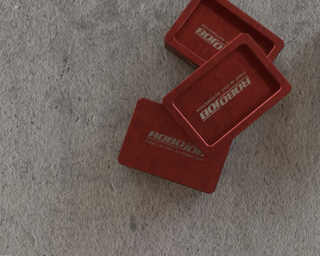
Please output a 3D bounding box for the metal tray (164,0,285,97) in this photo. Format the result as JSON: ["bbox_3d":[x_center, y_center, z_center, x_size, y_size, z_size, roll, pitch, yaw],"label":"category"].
[{"bbox_3d":[0.082,-0.110,0.407,0.130,0.030,0.090,36,90,0],"label":"metal tray"}]

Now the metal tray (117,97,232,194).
[{"bbox_3d":[0.021,0.023,0.408,0.131,0.030,0.090,19,90,0],"label":"metal tray"}]

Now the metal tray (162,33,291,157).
[{"bbox_3d":[0.078,-0.039,0.377,0.130,0.030,0.090,-40,90,0],"label":"metal tray"}]
